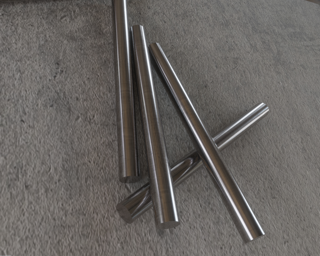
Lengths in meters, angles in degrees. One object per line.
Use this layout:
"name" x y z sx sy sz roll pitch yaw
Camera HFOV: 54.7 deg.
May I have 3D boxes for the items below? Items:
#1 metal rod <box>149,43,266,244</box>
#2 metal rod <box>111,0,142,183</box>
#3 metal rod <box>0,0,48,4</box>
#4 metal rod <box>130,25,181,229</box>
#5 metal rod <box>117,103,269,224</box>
"metal rod" 0.046 -0.001 0.401 0.025 0.025 0.299 -6 56 -31
"metal rod" -0.049 -0.072 0.421 0.025 0.025 0.299 7 58 -25
"metal rod" -0.122 -0.209 0.465 0.302 0.025 0.025 -23 75 -36
"metal rod" -0.014 -0.026 0.392 0.025 0.025 0.299 8 52 -24
"metal rod" 0.065 0.030 0.420 0.302 0.025 0.025 -30 79 -38
